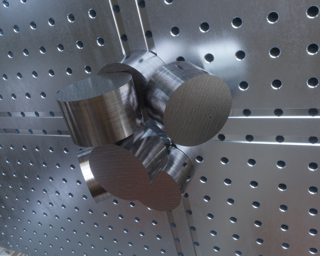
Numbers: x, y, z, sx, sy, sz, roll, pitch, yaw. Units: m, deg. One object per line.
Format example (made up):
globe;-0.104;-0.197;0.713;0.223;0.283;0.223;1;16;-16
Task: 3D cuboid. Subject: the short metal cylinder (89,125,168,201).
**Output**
short metal cylinder;-0.037;0.040;0.374;0.080;0.050;0.079;13;124;21

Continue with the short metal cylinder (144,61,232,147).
short metal cylinder;0.029;-0.027;0.335;0.050;0.081;0.079;-134;34;-53

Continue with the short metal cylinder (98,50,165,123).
short metal cylinder;-0.032;-0.050;0.381;0.080;0.050;0.079;13;125;20

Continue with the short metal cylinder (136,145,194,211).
short metal cylinder;0.002;0.070;0.437;0.080;0.050;0.079;13;125;20

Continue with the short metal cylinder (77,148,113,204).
short metal cylinder;-0.082;0.062;0.450;0.050;0.080;0.080;-21;114;-11

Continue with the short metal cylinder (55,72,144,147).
short metal cylinder;-0.062;-0.022;0.329;0.080;0.080;0.050;1;119;28
